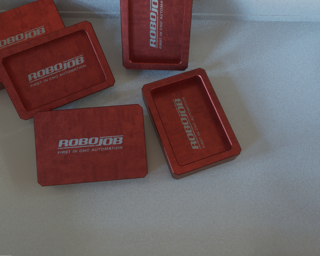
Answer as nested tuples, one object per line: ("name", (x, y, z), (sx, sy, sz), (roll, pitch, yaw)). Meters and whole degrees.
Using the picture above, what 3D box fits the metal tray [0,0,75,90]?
("metal tray", (-0.194, -0.117, 0.434), (0.131, 0.030, 0.090), (-24, 89, -9))

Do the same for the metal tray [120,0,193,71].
("metal tray", (-0.005, -0.143, 0.411), (0.091, 0.129, 0.030), (1, 32, 0))

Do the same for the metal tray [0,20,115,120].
("metal tray", (-0.137, -0.076, 0.411), (0.131, 0.030, 0.090), (-23, 102, -9))

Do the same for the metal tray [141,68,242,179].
("metal tray", (0.038, -0.008, 0.410), (0.091, 0.030, 0.130), (-18, 71, -7))

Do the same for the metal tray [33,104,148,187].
("metal tray", (-0.083, 0.021, 0.385), (0.131, 0.030, 0.089), (-5, 87, -2))
